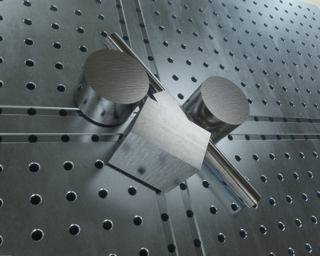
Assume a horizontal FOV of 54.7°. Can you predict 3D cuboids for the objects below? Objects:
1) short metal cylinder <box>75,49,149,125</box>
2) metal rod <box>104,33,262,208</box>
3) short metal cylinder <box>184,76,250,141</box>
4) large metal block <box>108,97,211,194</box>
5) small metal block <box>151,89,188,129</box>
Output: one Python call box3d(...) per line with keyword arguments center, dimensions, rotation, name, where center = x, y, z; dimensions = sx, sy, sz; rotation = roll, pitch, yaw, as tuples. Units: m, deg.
box3d(center=(-0.060, -0.051, 0.386), dimensions=(0.081, 0.050, 0.080), rotation=(14, 56, -21), name="short metal cylinder")
box3d(center=(0.027, -0.015, 0.427), dimensions=(0.300, 0.025, 0.025), rotation=(49, 51, 6), name="metal rod")
box3d(center=(0.081, -0.028, 0.448), dimensions=(0.081, 0.050, 0.080), rotation=(14, 56, -21), name="short metal cylinder")
box3d(center=(-0.002, 0.023, 0.352), dimensions=(0.080, 0.080, 0.050), rotation=(30, 53, -9), name="large metal block")
box3d(center=(0.003, -0.013, 0.396), dimensions=(0.025, 0.050, 0.050), rotation=(-23, 75, -36), name="small metal block")
